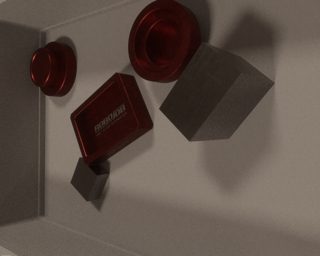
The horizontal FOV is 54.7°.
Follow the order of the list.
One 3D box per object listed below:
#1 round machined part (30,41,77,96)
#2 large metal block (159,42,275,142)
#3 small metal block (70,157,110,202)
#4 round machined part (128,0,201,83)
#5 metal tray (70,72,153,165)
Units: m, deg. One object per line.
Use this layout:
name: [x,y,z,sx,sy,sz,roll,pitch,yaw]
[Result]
round machined part: [-0.196,-0.106,0.554,0.098,0.042,0.097,0,90,39]
large metal block: [0.059,-0.033,0.321,0.050,0.081,0.080,49,119,29]
small metal block: [-0.113,0.081,0.497,0.050,0.025,0.050,36,112,33]
round machined part: [0.010,-0.105,0.386,0.098,0.042,0.097,0,90,39]
metal tray: [-0.077,-0.011,0.464,0.130,0.030,0.090,-34,69,34]
